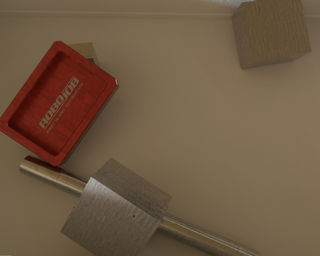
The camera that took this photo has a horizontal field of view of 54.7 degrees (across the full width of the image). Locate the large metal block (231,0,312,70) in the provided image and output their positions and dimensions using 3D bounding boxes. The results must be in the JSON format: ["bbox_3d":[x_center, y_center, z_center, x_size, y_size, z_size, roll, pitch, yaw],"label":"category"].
[{"bbox_3d":[0.154,-0.133,0.435,0.081,0.050,0.080,-10,88,-4],"label":"large metal block"}]

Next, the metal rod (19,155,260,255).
[{"bbox_3d":[-0.030,0.100,0.372,0.301,0.025,0.025,21,71,7],"label":"metal rod"}]

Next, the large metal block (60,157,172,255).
[{"bbox_3d":[-0.046,0.093,0.333,0.080,0.050,0.080,33,111,3],"label":"large metal block"}]

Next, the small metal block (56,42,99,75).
[{"bbox_3d":[-0.114,-0.091,0.428,0.050,0.050,0.025,-7,70,-3],"label":"small metal block"}]

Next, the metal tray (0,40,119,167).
[{"bbox_3d":[-0.124,-0.029,0.386,0.090,0.030,0.130,35,89,-4],"label":"metal tray"}]
